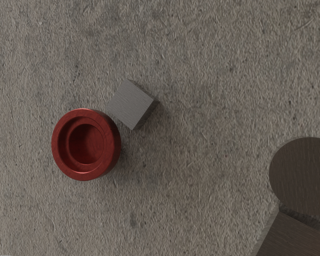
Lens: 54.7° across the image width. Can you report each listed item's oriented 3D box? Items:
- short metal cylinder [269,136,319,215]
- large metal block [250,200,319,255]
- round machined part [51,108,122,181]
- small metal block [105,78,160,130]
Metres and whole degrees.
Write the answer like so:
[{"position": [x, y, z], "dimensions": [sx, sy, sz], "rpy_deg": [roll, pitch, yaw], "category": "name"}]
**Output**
[{"position": [0.162, 0.049, 0.339], "dimensions": [0.080, 0.050, 0.079], "rpy_deg": [0, 90, 19], "category": "short metal cylinder"}, {"position": [0.152, 0.140, 0.342], "dimensions": [0.080, 0.050, 0.080], "rpy_deg": [26, 98, 17], "category": "large metal block"}, {"position": [-0.098, 0.022, 0.433], "dimensions": [0.098, 0.042, 0.097], "rpy_deg": [0, 90, 19], "category": "round machined part"}, {"position": [-0.037, -0.032, 0.421], "dimensions": [0.050, 0.025, 0.050], "rpy_deg": [39, 102, 15], "category": "small metal block"}]
